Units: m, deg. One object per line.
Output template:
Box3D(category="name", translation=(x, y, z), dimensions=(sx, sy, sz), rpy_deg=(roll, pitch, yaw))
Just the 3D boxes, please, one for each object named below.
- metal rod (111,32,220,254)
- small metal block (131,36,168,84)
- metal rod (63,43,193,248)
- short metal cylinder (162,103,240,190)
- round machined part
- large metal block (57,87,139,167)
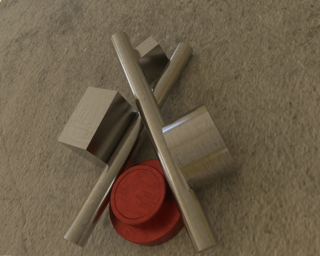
Box3D(category="metal rod", translation=(-0.006, -0.006, 0.367), dimensions=(0.025, 0.025, 0.299), rpy_deg=(-29, 61, 10))
Box3D(category="small metal block", translation=(-0.017, -0.097, 0.456), dimensions=(0.050, 0.050, 0.025), rpy_deg=(-38, 51, 2))
Box3D(category="metal rod", translation=(-0.028, 0.004, 0.397), dimensions=(0.025, 0.025, 0.300), rpy_deg=(12, 62, 33))
Box3D(category="short metal cylinder", translation=(0.044, 0.020, 0.334), dimensions=(0.050, 0.080, 0.080), rpy_deg=(-28, 52, 10))
Box3D(category="round machined part", translation=(-0.017, 0.081, 0.353), dimensions=(0.098, 0.042, 0.098), rpy_deg=(-13, 56, 20))
Box3D(category="large metal block", translation=(-0.071, 0.004, 0.403), dimensions=(0.050, 0.080, 0.080), rpy_deg=(12, 68, 33))
